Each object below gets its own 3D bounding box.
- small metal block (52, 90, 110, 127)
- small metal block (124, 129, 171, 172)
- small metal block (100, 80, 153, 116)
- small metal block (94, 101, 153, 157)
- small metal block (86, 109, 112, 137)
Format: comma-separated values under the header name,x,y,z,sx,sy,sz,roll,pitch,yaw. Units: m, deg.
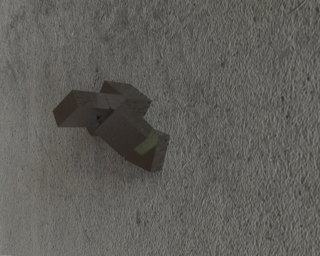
name,x,y,z,sx,sy,sz,roll,pitch,yaw
small metal block,-0.103,-0.024,0.408,0.050,0.050,0.025,-36,68,34
small metal block,-0.018,0.026,0.419,0.050,0.025,0.050,21,103,37
small metal block,-0.048,-0.041,0.428,0.050,0.050,0.025,39,114,32
small metal block,-0.046,0.002,0.394,0.050,0.025,0.050,44,124,-12
small metal block,-0.087,-0.014,0.460,0.025,0.050,0.050,-52,60,27
